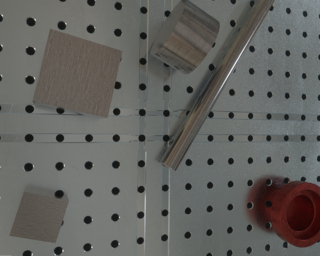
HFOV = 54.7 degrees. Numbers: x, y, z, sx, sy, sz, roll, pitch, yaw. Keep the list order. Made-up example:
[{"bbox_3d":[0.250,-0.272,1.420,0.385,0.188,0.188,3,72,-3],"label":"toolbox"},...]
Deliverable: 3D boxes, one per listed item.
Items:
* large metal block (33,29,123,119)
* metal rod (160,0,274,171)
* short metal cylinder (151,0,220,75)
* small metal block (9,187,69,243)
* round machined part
[{"bbox_3d":[-0.097,-0.059,0.364,0.081,0.050,0.080,13,86,-20],"label":"large metal block"},{"bbox_3d":[0.087,-0.073,0.446,0.025,0.025,0.300,35,79,-17],"label":"metal rod"},{"bbox_3d":[0.031,-0.115,0.396,0.050,0.080,0.080,28,81,-18],"label":"short metal cylinder"},{"bbox_3d":[-0.140,0.101,0.361,0.050,0.025,0.050,18,84,-20],"label":"small metal block"},{"bbox_3d":[0.213,0.131,0.485,0.099,0.042,0.097,0,90,-21],"label":"round machined part"}]
